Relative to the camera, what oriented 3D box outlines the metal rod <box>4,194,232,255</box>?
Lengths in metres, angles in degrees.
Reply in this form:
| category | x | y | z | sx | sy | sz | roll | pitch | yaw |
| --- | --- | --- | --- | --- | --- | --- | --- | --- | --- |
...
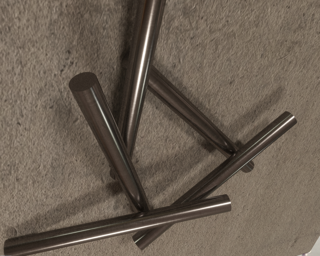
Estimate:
| category | x | y | z | sx | sy | sz | roll | pitch | yaw |
| --- | --- | --- | --- | --- | --- | --- | --- | --- | --- |
| metal rod | -0.049 | 0.132 | 0.422 | 0.302 | 0.025 | 0.025 | -9 | 124 | -9 |

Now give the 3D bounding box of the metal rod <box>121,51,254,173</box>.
| category | x | y | z | sx | sy | sz | roll | pitch | yaw |
| --- | --- | --- | --- | --- | --- | --- | --- | --- | --- |
| metal rod | 0.058 | -0.006 | 0.436 | 0.025 | 0.025 | 0.301 | -48 | 129 | 5 |

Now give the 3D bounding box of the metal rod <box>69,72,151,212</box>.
| category | x | y | z | sx | sy | sz | roll | pitch | yaw |
| --- | --- | --- | --- | --- | --- | --- | --- | --- | --- |
| metal rod | -0.042 | 0.055 | 0.378 | 0.025 | 0.025 | 0.299 | -28 | 141 | -11 |

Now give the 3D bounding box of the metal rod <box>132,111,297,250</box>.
| category | x | y | z | sx | sy | sz | roll | pitch | yaw |
| --- | --- | --- | --- | --- | --- | --- | --- | --- | --- |
| metal rod | 0.084 | 0.077 | 0.467 | 0.301 | 0.025 | 0.025 | -38 | 130 | -4 |

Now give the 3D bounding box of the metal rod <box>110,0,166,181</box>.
| category | x | y | z | sx | sy | sz | roll | pitch | yaw |
| --- | --- | --- | --- | --- | --- | --- | --- | --- | --- |
| metal rod | -0.024 | -0.054 | 0.329 | 0.025 | 0.025 | 0.298 | -6 | 131 | -26 |
